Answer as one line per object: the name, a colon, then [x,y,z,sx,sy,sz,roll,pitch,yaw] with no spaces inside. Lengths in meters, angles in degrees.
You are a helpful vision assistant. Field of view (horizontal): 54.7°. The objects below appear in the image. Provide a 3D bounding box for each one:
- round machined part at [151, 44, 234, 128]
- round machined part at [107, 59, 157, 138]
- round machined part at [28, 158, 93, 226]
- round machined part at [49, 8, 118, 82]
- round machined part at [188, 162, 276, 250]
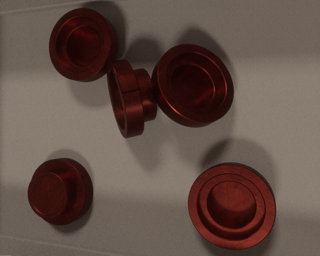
round machined part: [0.035,-0.047,0.370,0.099,0.042,0.098,7,71,-21]
round machined part: [-0.035,-0.039,0.393,0.042,0.098,0.097,-14,85,-16]
round machined part: [-0.152,0.094,0.453,0.098,0.042,0.097,0,90,19]
round machined part: [-0.102,-0.113,0.436,0.098,0.042,0.097,0,90,19]
round machined part: [0.087,0.090,0.371,0.098,0.042,0.097,0,90,19]
